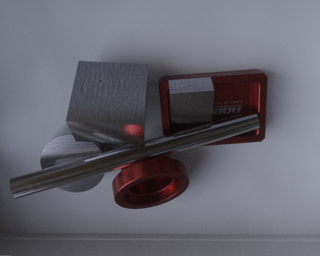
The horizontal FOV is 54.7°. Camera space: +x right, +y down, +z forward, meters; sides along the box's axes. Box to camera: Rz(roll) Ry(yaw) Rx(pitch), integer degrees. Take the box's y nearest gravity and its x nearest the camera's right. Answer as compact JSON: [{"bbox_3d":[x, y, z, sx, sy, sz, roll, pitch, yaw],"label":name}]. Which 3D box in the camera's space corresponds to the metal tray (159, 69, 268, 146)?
[{"bbox_3d":[0.067,-0.024,0.398,0.131,0.030,0.089,-4,110,1],"label":"metal tray"}]

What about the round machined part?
[{"bbox_3d":[-0.014,0.065,0.407,0.099,0.042,0.097,-12,145,-8],"label":"round machined part"}]

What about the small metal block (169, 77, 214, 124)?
[{"bbox_3d":[0.037,-0.032,0.375,0.050,0.025,0.050,-4,136,1],"label":"small metal block"}]

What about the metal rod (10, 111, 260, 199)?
[{"bbox_3d":[-0.024,0.030,0.376,0.302,0.025,0.025,-15,110,-7],"label":"metal rod"}]

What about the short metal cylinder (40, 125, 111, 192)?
[{"bbox_3d":[-0.108,0.037,0.408,0.081,0.050,0.079,0,110,-1],"label":"short metal cylinder"}]

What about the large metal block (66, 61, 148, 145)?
[{"bbox_3d":[-0.056,-0.029,0.361,0.081,0.080,0.050,3,152,-1],"label":"large metal block"}]
